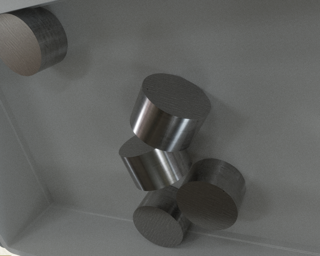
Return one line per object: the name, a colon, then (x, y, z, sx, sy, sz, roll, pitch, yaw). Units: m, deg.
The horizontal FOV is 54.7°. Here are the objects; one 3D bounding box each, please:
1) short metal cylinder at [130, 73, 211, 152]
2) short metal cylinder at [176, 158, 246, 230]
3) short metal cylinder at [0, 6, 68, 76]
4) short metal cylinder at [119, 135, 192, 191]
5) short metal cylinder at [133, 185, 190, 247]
short metal cylinder: (0.011, -0.019, 0.356, 0.080, 0.080, 0.050, 31, 128, 8)
short metal cylinder: (0.068, 0.087, 0.411, 0.080, 0.050, 0.079, 13, 124, 21)
short metal cylinder: (-0.172, -0.115, 0.412, 0.080, 0.050, 0.079, 13, 124, 21)
short metal cylinder: (-0.006, 0.036, 0.398, 0.080, 0.080, 0.050, -12, 112, 33)
short metal cylinder: (0.006, 0.133, 0.471, 0.080, 0.050, 0.079, 13, 124, 21)
